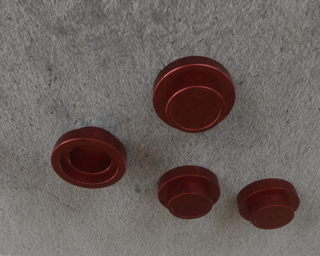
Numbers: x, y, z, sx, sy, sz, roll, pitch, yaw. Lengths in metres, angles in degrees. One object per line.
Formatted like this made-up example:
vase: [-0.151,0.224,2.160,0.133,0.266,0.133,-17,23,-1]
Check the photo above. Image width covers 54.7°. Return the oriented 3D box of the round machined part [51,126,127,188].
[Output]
round machined part: [-0.094,0.036,0.426,0.099,0.042,0.097,0,130,0]

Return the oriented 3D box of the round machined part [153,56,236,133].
round machined part: [0.041,-0.032,0.369,0.099,0.042,0.097,0,130,0]

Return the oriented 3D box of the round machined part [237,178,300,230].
round machined part: [0.179,0.130,0.508,0.099,0.042,0.097,0,130,0]

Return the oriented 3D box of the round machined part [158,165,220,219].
round machined part: [0.046,0.107,0.487,0.099,0.042,0.097,0,130,0]
